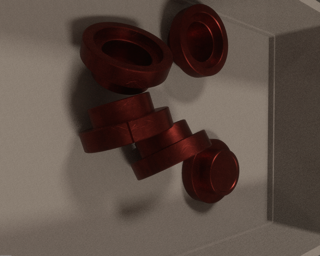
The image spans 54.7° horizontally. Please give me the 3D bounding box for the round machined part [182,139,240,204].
[{"bbox_3d":[0.083,0.065,0.468,0.099,0.042,0.097,0,90,-40],"label":"round machined part"}]

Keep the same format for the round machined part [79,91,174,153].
[{"bbox_3d":[-0.038,-0.010,0.329,0.099,0.098,0.042,-22,98,-38],"label":"round machined part"}]

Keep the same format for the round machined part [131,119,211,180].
[{"bbox_3d":[0.009,0.022,0.373,0.099,0.098,0.042,-22,84,-38],"label":"round machined part"}]

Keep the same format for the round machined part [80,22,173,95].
[{"bbox_3d":[-0.038,-0.073,0.342,0.099,0.098,0.042,-18,145,-39],"label":"round machined part"}]

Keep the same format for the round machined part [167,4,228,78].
[{"bbox_3d":[0.049,-0.120,0.439,0.099,0.042,0.097,0,90,-40],"label":"round machined part"}]
